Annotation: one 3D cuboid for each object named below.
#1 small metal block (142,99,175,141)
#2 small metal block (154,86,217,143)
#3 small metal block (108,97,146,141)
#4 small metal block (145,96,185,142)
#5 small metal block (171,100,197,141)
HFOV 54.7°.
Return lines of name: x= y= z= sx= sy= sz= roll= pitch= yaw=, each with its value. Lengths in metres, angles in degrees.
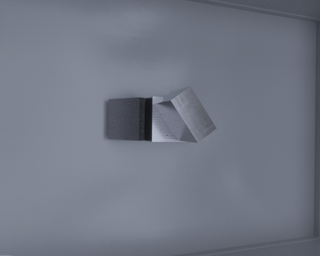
small metal block: x=-0.003 y=-0.009 z=0.394 sx=0.025 sy=0.050 sz=0.050 roll=1 pitch=90 yaw=-20
small metal block: x=0.025 y=-0.013 z=0.324 sx=0.025 sy=0.050 sz=0.050 roll=-37 pitch=102 yaw=-16
small metal block: x=-0.036 y=-0.010 z=0.379 sx=0.025 sy=0.050 sz=0.050 roll=1 pitch=90 yaw=-54
small metal block: x=0.011 y=-0.009 z=0.359 sx=0.050 sy=0.025 sz=0.050 roll=1 pitch=90 yaw=-20
small metal block: x=0.032 y=-0.009 z=0.405 sx=0.025 sy=0.050 sz=0.050 roll=1 pitch=90 yaw=14
